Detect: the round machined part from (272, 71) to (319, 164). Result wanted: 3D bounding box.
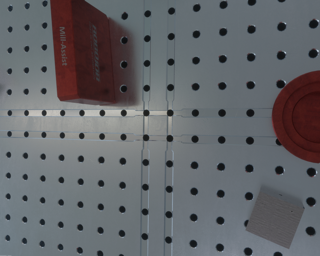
[{"bbox_3d":[0.176,-0.012,0.341,0.098,0.042,0.097,0,90,20],"label":"round machined part"}]

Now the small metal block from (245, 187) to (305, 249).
[{"bbox_3d":[0.135,0.105,0.365,0.050,0.025,0.050,20,97,18],"label":"small metal block"}]

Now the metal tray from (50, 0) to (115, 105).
[{"bbox_3d":[-0.100,-0.098,0.413,0.030,0.090,0.129,-5,88,20],"label":"metal tray"}]
